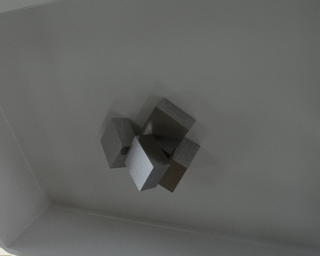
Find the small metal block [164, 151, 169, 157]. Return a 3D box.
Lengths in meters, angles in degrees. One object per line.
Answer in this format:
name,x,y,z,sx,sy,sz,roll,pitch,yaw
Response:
small metal block,-0.014,0.039,0.437,0.050,0.025,0.050,36,129,3

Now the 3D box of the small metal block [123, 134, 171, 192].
small metal block,-0.018,0.044,0.394,0.050,0.025,0.050,57,137,32

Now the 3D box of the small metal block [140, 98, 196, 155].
small metal block,0.009,-0.002,0.399,0.050,0.025,0.050,36,129,3

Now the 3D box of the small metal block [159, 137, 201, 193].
small metal block,0.024,0.048,0.406,0.025,0.050,0.050,31,128,8

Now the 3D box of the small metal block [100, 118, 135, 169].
small metal block,-0.057,0.021,0.432,0.050,0.025,0.050,-57,47,39
